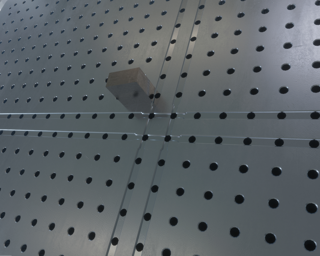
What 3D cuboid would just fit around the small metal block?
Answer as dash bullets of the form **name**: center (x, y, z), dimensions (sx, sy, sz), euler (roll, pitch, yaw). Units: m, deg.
- **small metal block**: center (-0.042, -0.059, 0.452), dimensions (0.050, 0.050, 0.025), euler (-5, 60, 25)
